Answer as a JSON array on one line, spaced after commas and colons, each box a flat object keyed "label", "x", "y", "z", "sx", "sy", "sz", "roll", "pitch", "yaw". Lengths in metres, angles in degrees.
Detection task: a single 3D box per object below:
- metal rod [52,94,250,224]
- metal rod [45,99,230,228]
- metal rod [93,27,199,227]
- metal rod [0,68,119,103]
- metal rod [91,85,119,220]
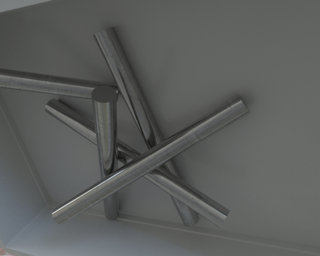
[{"label": "metal rod", "x": -0.025, "y": 0.049, "z": 0.393, "sx": 0.300, "sy": 0.025, "sz": 0.025, "roll": -33, "pitch": 101, "yaw": 19}, {"label": "metal rod", "x": -0.043, "y": 0.039, "z": 0.428, "sx": 0.300, "sy": 0.025, "sz": 0.025, "roll": 31, "pitch": 129, "yaw": 18}, {"label": "metal rod", "x": -0.011, "y": 0.012, "z": 0.420, "sx": 0.025, "sy": 0.025, "sz": 0.299, "roll": -12, "pitch": 113, "yaw": 33}, {"label": "metal rod", "x": -0.204, "y": -0.064, "z": 0.396, "sx": 0.302, "sy": 0.025, "sz": 0.025, "roll": 7, "pitch": 125, "yaw": -5}, {"label": "metal rod", "x": -0.071, "y": 0.058, "z": 0.430, "sx": 0.025, "sy": 0.025, "sz": 0.298, "roll": 25, "pitch": 143, "yaw": 13}]
